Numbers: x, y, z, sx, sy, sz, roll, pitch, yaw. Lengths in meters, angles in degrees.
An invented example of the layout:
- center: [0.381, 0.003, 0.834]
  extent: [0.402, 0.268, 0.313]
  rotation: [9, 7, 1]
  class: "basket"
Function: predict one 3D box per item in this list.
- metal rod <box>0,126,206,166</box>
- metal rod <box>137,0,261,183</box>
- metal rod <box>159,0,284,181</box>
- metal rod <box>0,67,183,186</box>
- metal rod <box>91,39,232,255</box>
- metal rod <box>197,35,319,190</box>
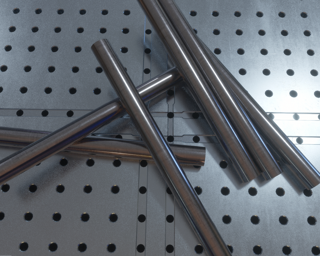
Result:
- center: [-0.093, 0.022, 0.403]
  extent: [0.301, 0.025, 0.025]
  rotation: [6, 70, 2]
  class: "metal rod"
- center: [0.044, -0.066, 0.410]
  extent: [0.025, 0.025, 0.299]
  rotation: [-28, 82, -10]
  class: "metal rod"
- center: [0.071, -0.067, 0.418]
  extent: [0.025, 0.025, 0.299]
  rotation: [-28, 79, -10]
  class: "metal rod"
- center: [-0.076, -0.013, 0.395]
  extent: [0.302, 0.025, 0.025]
  rotation: [-32, 73, -19]
  class: "metal rod"
- center: [-0.002, 0.023, 0.375]
  extent: [0.025, 0.025, 0.299]
  rotation: [-29, 83, -10]
  class: "metal rod"
- center: [0.108, -0.045, 0.428]
  extent: [0.025, 0.025, 0.300]
  rotation: [-34, 74, -11]
  class: "metal rod"
